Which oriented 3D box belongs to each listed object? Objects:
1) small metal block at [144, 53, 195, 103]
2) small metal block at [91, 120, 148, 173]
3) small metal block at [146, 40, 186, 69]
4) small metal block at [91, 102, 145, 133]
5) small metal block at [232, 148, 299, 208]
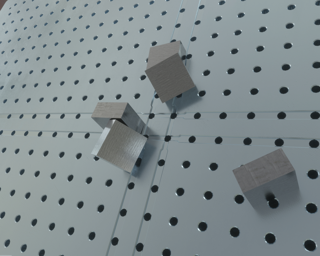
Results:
[{"bbox_3d":[0.014,-0.069,0.425,0.050,0.050,0.025,-27,11,11],"label":"small metal block"},{"bbox_3d":[-0.052,0.023,0.401,0.025,0.050,0.050,-1,60,62],"label":"small metal block"},{"bbox_3d":[0.010,-0.099,0.465,0.050,0.025,0.050,-7,59,25],"label":"small metal block"},{"bbox_3d":[-0.057,-0.011,0.429,0.050,0.050,0.025,3,59,30],"label":"small metal block"},{"bbox_3d":[0.105,0.051,0.306,0.050,0.050,0.025,-27,52,11],"label":"small metal block"}]
